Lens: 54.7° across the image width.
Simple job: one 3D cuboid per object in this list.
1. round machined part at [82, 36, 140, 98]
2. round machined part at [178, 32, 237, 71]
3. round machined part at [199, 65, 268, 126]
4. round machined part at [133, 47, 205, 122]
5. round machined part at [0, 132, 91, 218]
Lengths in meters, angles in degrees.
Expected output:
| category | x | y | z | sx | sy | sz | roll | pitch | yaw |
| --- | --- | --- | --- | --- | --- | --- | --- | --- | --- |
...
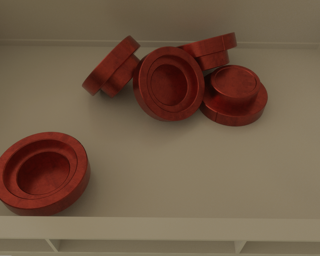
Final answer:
| category | x | y | z | sx | sy | sz | roll | pitch | yaw |
| --- | --- | --- | --- | --- | --- | --- | --- | --- | --- |
| round machined part | -0.060 | -0.080 | 0.437 | 0.042 | 0.098 | 0.098 | 43 | 55 | -11 |
| round machined part | 0.067 | -0.111 | 0.468 | 0.099 | 0.042 | 0.098 | -14 | 14 | 4 |
| round machined part | 0.103 | -0.052 | 0.439 | 0.099 | 0.042 | 0.098 | 0 | 50 | 0 |
| round machined part | 0.008 | -0.057 | 0.420 | 0.099 | 0.042 | 0.097 | 1 | 87 | -27 |
| round machined part | -0.127 | 0.055 | 0.346 | 0.099 | 0.042 | 0.098 | 0 | 50 | 0 |
